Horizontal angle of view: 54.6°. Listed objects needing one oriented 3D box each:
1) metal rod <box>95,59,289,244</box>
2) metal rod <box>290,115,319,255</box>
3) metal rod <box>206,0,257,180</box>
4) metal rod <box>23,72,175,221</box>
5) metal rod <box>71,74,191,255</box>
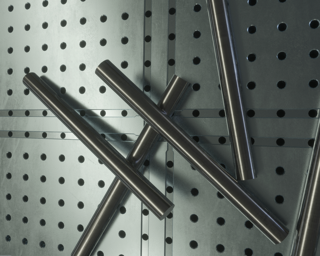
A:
[{"bbox_3d":[0.034,0.024,0.380,0.300,0.025,0.025,43,104,7],"label":"metal rod"},{"bbox_3d":[0.181,0.047,0.348,0.025,0.025,0.298,11,94,19],"label":"metal rod"},{"bbox_3d":[0.082,-0.086,0.383,0.025,0.025,0.299,-10,87,20],"label":"metal rod"},{"bbox_3d":[-0.097,0.012,0.428,0.300,0.025,0.025,40,103,23],"label":"metal rod"},{"bbox_3d":[-0.045,0.063,0.428,0.025,0.025,0.299,33,101,17],"label":"metal rod"}]
